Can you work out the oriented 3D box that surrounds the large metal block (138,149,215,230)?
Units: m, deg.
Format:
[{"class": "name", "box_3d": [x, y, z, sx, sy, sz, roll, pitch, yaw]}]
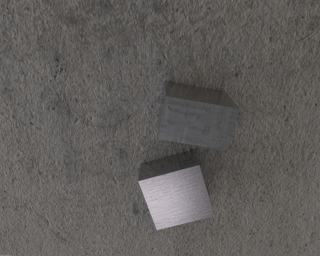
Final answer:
[{"class": "large metal block", "box_3d": [0.023, 0.084, 0.427, 0.080, 0.050, 0.080, -16, 110, 5]}]

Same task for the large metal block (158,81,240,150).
[{"class": "large metal block", "box_3d": [0.041, -0.018, 0.374, 0.081, 0.080, 0.050, 9, 110, -4]}]
